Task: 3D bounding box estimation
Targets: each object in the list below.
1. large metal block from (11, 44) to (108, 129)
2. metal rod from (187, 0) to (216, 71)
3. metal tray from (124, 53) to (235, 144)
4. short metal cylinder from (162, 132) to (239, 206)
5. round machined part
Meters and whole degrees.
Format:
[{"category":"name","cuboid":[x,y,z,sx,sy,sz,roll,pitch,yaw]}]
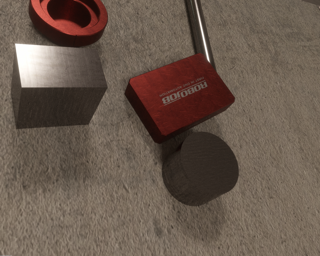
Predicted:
[{"category":"large metal block","cuboid":[-0.112,-0.042,0.335,0.081,0.080,0.050,-4,64,-31]},{"category":"metal rod","cuboid":[0.070,-0.182,0.554,0.025,0.025,0.299,8,58,-24]},{"category":"metal tray","cuboid":[0.029,-0.045,0.431,0.131,0.030,0.090,-26,76,-27]},{"category":"short metal cylinder","cuboid":[0.049,0.051,0.385,0.081,0.050,0.080,14,56,-21]},{"category":"round machined part","cuboid":[-0.124,-0.147,0.417,0.099,0.042,0.098,14,56,-21]}]
